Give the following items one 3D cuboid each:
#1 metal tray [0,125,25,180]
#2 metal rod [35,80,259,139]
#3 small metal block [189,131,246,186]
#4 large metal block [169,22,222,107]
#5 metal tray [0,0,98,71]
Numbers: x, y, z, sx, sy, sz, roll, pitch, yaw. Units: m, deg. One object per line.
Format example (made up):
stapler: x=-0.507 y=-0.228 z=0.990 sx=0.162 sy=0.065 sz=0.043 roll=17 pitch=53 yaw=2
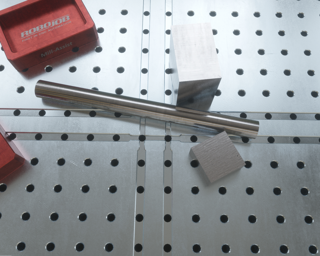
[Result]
metal tray: x=-0.252 y=0.019 z=0.399 sx=0.090 sy=0.030 sz=0.130 roll=-38 pitch=75 yaw=-13
metal rod: x=-0.020 y=-0.026 z=0.420 sx=0.302 sy=0.025 sz=0.025 roll=11 pitch=70 yaw=3
small metal block: x=0.073 y=0.039 z=0.398 sx=0.050 sy=0.025 sz=0.050 roll=-26 pitch=72 yaw=-9
large metal block: x=0.043 y=-0.080 z=0.412 sx=0.050 sy=0.080 sz=0.080 roll=-6 pitch=70 yaw=-2
metal tray: x=-0.171 y=-0.151 z=0.462 sx=0.131 sy=0.030 sz=0.090 roll=-26 pitch=72 yaw=-10
